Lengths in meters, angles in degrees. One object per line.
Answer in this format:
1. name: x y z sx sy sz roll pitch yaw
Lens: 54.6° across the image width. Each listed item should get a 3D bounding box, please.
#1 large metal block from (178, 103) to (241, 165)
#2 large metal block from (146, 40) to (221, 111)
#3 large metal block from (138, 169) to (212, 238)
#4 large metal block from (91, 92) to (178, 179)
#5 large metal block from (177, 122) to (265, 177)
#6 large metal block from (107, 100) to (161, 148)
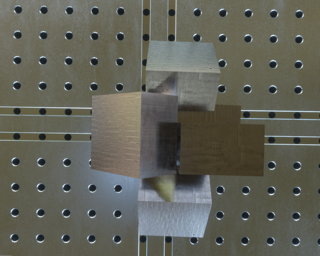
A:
1. large metal block: 0.057 0.011 0.401 0.080 0.050 0.080 3 90 0
2. large metal block: 0.025 -0.066 0.379 0.080 0.080 0.050 2 128 0
3. large metal block: 0.016 0.091 0.380 0.080 0.050 0.080 2 135 0
4. large metal block: -0.029 0.006 0.328 0.080 0.050 0.080 2 91 45
5. large metal block: 0.060 0.020 0.336 0.080 0.080 0.050 2 90 0
6. large metal block: -0.028 0.006 0.401 0.080 0.050 0.080 7 90 0
